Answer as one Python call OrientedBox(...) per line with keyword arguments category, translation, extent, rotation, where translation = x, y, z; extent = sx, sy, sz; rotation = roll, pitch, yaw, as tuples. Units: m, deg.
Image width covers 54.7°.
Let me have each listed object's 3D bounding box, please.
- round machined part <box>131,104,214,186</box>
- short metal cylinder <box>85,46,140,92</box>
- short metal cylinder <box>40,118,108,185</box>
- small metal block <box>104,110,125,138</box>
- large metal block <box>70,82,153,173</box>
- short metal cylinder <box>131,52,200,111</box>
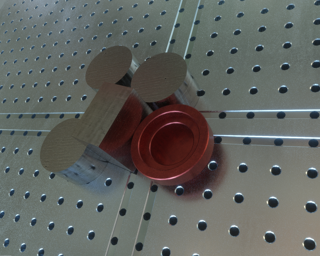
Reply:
OrientedBox(category="round machined part", translation=(0.018, 0.023, 0.374), extent=(0.098, 0.042, 0.098), rotation=(-13, 56, 21))
OrientedBox(category="short metal cylinder", translation=(-0.066, -0.079, 0.475), extent=(0.080, 0.050, 0.080), rotation=(-13, 56, 21))
OrientedBox(category="short metal cylinder", translation=(-0.118, 0.033, 0.434), extent=(0.080, 0.050, 0.080), rotation=(-13, 56, 21))
OrientedBox(category="small metal block", translation=(-0.073, -0.013, 0.454), extent=(0.050, 0.025, 0.050), rotation=(16, 70, 34))
OrientedBox(category="large metal block", translation=(-0.052, 0.000, 0.397), extent=(0.050, 0.080, 0.080), rotation=(17, 71, 35))
OrientedBox(category="short metal cylinder", translation=(0.008, -0.055, 0.422), extent=(0.080, 0.050, 0.080), rotation=(-13, 56, 21))
